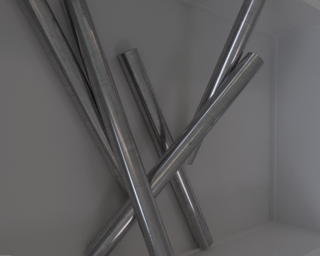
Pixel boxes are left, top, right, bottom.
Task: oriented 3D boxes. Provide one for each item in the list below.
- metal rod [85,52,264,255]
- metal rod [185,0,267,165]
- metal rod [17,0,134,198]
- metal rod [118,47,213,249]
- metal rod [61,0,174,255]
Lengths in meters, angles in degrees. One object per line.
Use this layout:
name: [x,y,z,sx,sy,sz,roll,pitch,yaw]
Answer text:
metal rod: [0.021,0.030,0.363,0.300,0.025,0.025,-50,122,-7]
metal rod: [0.087,-0.086,0.390,0.025,0.025,0.298,5,115,-40]
metal rod: [-0.082,-0.032,0.337,0.025,0.025,0.299,-38,113,-33]
metal rod: [0.014,0.039,0.418,0.025,0.025,0.299,-35,112,-35]
metal rod: [-0.046,-0.003,0.329,0.025,0.025,0.299,-20,91,-38]
